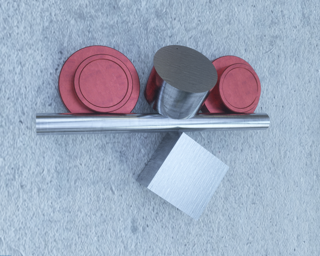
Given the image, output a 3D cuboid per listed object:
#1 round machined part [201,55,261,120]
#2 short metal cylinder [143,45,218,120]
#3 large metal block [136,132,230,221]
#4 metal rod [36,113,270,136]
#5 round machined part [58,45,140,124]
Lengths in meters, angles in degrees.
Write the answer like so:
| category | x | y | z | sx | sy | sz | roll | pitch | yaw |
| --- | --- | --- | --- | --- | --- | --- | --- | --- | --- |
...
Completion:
| category | x | y | z | sx | sy | sz | roll | pitch | yaw |
| --- | --- | --- | --- | --- | --- | --- | --- | --- | --- |
| round machined part | 0.102 | -0.054 | 0.439 | 0.099 | 0.042 | 0.097 | 0 | 90 | -20 |
| short metal cylinder | 0.024 | -0.057 | 0.386 | 0.081 | 0.050 | 0.080 | 10 | 52 | -13 |
| large metal block | 0.029 | 0.060 | 0.406 | 0.080 | 0.050 | 0.080 | 37 | 78 | -17 |
| metal rod | 0.007 | -0.007 | 0.390 | 0.303 | 0.025 | 0.025 | -1 | 91 | -20 |
| round machined part | -0.071 | -0.051 | 0.374 | 0.099 | 0.042 | 0.097 | 0 | 90 | -20 |
